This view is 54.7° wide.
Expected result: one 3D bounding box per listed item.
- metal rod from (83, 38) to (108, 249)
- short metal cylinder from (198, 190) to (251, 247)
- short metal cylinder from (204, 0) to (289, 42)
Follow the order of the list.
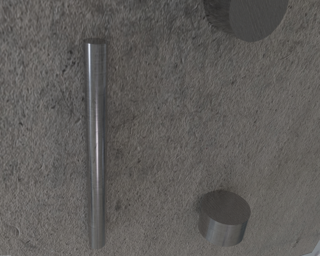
[{"bbox_3d":[-0.079,0.041,0.388,0.025,0.025,0.298,-8,122,-24],"label":"metal rod"},{"bbox_3d":[0.108,0.151,0.524,0.081,0.080,0.050,-10,123,-23],"label":"short metal cylinder"},{"bbox_3d":[0.098,-0.145,0.355,0.081,0.050,0.079,-14,124,-21],"label":"short metal cylinder"}]
